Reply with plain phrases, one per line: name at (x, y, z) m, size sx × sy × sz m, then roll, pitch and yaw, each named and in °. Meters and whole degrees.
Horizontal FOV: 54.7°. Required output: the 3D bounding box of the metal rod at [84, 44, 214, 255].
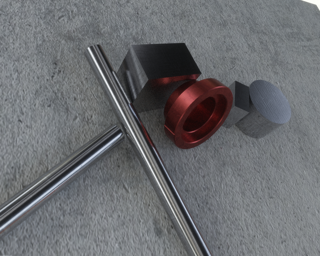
metal rod at (-0.015, 0.031, 0.365) m, size 0.025 × 0.025 × 0.299 m, roll -21°, pitch 77°, yaw -36°

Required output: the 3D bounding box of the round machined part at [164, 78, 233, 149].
round machined part at (0.044, -0.023, 0.402) m, size 0.099 × 0.097 × 0.042 m, roll -18°, pitch 48°, yaw -35°

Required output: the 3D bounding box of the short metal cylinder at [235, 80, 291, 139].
short metal cylinder at (0.159, -0.030, 0.494) m, size 0.081 × 0.050 × 0.080 m, roll 14°, pitch 56°, yaw -21°

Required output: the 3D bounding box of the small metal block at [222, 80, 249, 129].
small metal block at (0.109, -0.035, 0.470) m, size 0.025 × 0.050 × 0.050 m, roll 22°, pitch 53°, yaw -16°

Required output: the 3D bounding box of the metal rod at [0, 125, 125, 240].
metal rod at (-0.141, 0.083, 0.277) m, size 0.025 × 0.025 × 0.302 m, roll 46°, pitch 51°, yaw 4°

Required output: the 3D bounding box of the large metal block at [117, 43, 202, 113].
large metal block at (-0.007, -0.064, 0.405) m, size 0.081 × 0.080 × 0.050 m, roll -13°, pitch 69°, yaw -34°
